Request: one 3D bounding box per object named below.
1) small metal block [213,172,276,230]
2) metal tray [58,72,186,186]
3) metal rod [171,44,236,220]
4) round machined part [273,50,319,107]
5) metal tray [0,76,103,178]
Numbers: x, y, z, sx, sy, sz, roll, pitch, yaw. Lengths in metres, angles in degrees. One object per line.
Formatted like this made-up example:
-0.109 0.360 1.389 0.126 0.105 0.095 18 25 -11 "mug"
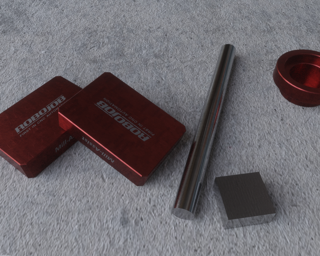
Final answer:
0.090 0.079 0.338 0.050 0.025 0.050 -6 50 -6 "small metal block"
-0.046 -0.003 0.380 0.130 0.030 0.090 36 56 9 "metal tray"
0.069 -0.019 0.419 0.025 0.025 0.300 14 51 11 "metal rod"
0.215 -0.068 0.453 0.099 0.042 0.098 0 50 0 "round machined part"
-0.149 -0.008 0.404 0.090 0.030 0.131 30 56 22 "metal tray"
